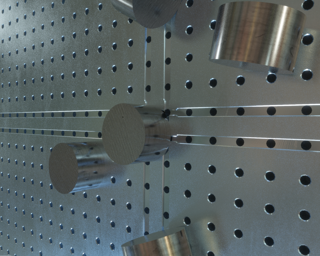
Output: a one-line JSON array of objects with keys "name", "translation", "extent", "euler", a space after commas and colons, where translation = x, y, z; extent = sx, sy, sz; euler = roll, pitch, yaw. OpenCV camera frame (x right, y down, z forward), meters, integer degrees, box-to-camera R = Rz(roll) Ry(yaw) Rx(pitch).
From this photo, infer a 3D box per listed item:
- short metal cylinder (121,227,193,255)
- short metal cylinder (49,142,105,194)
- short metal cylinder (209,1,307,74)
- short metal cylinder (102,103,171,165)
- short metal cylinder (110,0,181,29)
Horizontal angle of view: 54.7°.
[{"name": "short metal cylinder", "translation": [-0.001, 0.156, 0.373], "extent": [0.080, 0.081, 0.050], "euler": [-25, 74, 37]}, {"name": "short metal cylinder", "translation": [-0.136, 0.063, 0.502], "extent": [0.080, 0.050, 0.079], "euler": [0, 90, 39]}, {"name": "short metal cylinder", "translation": [0.092, -0.084, 0.297], "extent": [0.080, 0.081, 0.050], "euler": [17, 101, 38]}, {"name": "short metal cylinder", "translation": [-0.033, 0.008, 0.418], "extent": [0.080, 0.050, 0.079], "euler": [0, 90, 39]}, {"name": "short metal cylinder", "translation": [-0.017, -0.172, 0.386], "extent": [0.050, 0.081, 0.079], "euler": [41, 115, 32]}]
